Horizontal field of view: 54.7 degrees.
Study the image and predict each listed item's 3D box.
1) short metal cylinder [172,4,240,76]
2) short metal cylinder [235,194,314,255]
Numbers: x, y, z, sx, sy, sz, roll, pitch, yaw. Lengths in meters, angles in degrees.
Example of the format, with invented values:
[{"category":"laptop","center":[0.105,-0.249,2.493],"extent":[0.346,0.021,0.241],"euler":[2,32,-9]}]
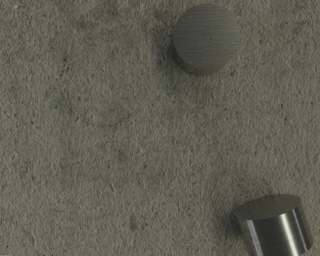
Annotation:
[{"category":"short metal cylinder","center":[0.057,-0.110,0.398],"extent":[0.081,0.050,0.080],"euler":[0,90,0]},{"category":"short metal cylinder","center":[0.140,0.121,0.384],"extent":[0.080,0.080,0.050],"euler":[-18,90,0]}]
